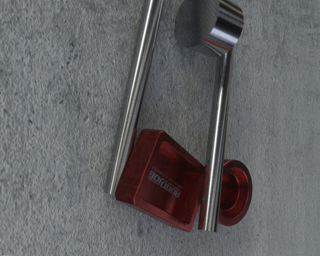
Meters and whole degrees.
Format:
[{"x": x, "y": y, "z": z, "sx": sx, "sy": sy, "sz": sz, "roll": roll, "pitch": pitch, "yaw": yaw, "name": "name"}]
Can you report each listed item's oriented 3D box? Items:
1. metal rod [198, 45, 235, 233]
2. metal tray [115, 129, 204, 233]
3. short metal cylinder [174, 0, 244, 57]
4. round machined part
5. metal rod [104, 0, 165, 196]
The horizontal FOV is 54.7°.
[{"x": 0.084, "y": -0.007, "z": 0.445, "sx": 0.025, "sy": 0.025, "sz": 0.299, "roll": 25, "pitch": 65, "yaw": -37, "name": "metal rod"}, {"x": 0.010, "y": 0.069, "z": 0.391, "sx": 0.130, "sy": 0.030, "sz": 0.090, "roll": 42, "pitch": 62, "yaw": -44, "name": "metal tray"}, {"x": 0.066, "y": -0.142, "z": 0.423, "sx": 0.050, "sy": 0.080, "sz": 0.080, "roll": 9, "pitch": 85, "yaw": -40, "name": "short metal cylinder"}, {"x": 0.095, "y": 0.096, "z": 0.473, "sx": 0.099, "sy": 0.042, "sz": 0.097, "roll": 0, "pitch": 90, "yaw": -40, "name": "round machined part"}, {"x": -0.025, "y": -0.068, "z": 0.383, "sx": 0.025, "sy": 0.025, "sz": 0.299, "roll": 18, "pitch": 79, "yaw": -39, "name": "metal rod"}]
